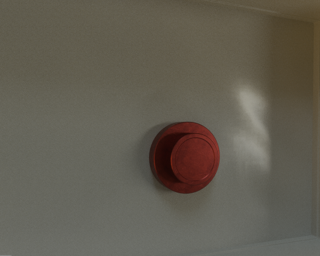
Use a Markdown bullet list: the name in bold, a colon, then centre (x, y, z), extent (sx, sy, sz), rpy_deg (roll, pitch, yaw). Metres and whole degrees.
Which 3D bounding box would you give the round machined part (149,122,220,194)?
- **round machined part**: centre (0.039, 0.040, 0.417), extent (0.099, 0.042, 0.097), rpy_deg (0, 90, -21)
